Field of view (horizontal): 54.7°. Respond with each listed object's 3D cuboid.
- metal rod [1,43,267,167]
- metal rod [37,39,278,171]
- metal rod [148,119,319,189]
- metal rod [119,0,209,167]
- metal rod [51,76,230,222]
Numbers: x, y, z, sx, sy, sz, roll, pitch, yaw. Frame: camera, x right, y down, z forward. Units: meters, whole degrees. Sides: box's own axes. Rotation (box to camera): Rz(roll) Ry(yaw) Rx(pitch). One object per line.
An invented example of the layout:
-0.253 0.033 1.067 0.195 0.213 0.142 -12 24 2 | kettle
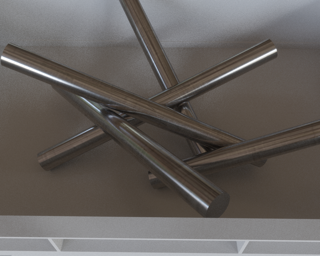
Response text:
-0.016 -0.020 0.340 0.302 0.025 0.025 22 50 -11 | metal rod
-0.005 -0.026 0.366 0.301 0.025 0.025 -26 53 2 | metal rod
0.131 0.014 0.323 0.301 0.025 0.025 -18 49 13 | metal rod
-0.002 -0.087 0.405 0.025 0.025 0.299 -21 76 -17 | metal rod
-0.049 -0.003 0.329 0.025 0.025 0.300 -32 42 -24 | metal rod
